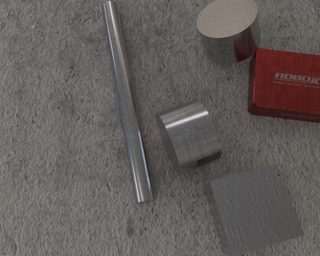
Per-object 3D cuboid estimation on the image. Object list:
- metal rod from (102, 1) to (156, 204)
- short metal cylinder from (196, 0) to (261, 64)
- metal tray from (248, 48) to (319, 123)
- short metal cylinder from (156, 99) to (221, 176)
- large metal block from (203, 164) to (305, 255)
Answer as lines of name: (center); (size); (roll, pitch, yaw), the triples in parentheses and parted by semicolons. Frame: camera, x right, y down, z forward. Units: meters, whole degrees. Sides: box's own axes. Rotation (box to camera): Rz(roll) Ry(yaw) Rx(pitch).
metal rod: (-0.047, -0.048, 0.425); (0.025, 0.025, 0.299); (-11, 70, -4)
short metal cylinder: (0.096, -0.136, 0.430); (0.080, 0.050, 0.080); (-11, 55, 17)
metal tray: (0.192, -0.057, 0.428); (0.131, 0.030, 0.090); (7, 70, 2)
short metal cylinder: (0.033, 0.011, 0.375); (0.050, 0.080, 0.080); (-21, 72, -7)
large metal block: (0.104, 0.095, 0.361); (0.081, 0.050, 0.080); (-13, 71, -5)
